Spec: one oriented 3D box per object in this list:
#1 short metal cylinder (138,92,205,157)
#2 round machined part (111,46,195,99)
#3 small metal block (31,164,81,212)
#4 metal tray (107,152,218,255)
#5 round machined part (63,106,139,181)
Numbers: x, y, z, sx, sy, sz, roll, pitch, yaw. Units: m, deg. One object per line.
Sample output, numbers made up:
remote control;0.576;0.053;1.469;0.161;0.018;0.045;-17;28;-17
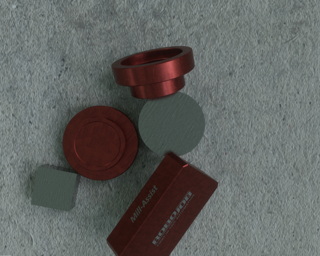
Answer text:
short metal cylinder;0.014;-0.005;0.398;0.081;0.050;0.079;0;90;-1
round machined part;-0.006;-0.067;0.378;0.099;0.098;0.042;-12;113;-1
small metal block;-0.136;0.078;0.408;0.050;0.025;0.050;11;90;-1
metal tray;0.007;0.102;0.379;0.030;0.090;0.130;35;90;43
round machined part;-0.077;0.020;0.401;0.099;0.042;0.097;0;90;-1
